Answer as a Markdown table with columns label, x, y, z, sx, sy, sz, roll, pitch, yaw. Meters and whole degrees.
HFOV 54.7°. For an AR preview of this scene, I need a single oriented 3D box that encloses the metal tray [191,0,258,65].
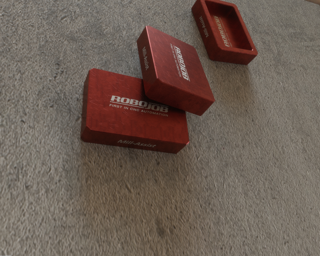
| label | x | y | z | sx | sy | sz | roll | pitch | yaw |
| --- | --- | --- | --- | --- | --- | --- | --- | --- | --- |
| metal tray | 0.118 | -0.181 | 0.573 | 0.091 | 0.030 | 0.130 | 0 | 62 | -28 |

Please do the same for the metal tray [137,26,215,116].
| label | x | y | z | sx | sy | sz | roll | pitch | yaw |
| --- | --- | --- | --- | --- | --- | --- | --- | --- | --- |
| metal tray | 0.019 | -0.083 | 0.435 | 0.091 | 0.030 | 0.130 | 17 | 42 | -28 |

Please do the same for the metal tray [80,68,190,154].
| label | x | y | z | sx | sy | sz | roll | pitch | yaw |
| --- | --- | --- | --- | --- | --- | --- | --- | --- | --- |
| metal tray | -0.030 | -0.020 | 0.396 | 0.131 | 0.030 | 0.090 | 9 | 58 | -23 |
